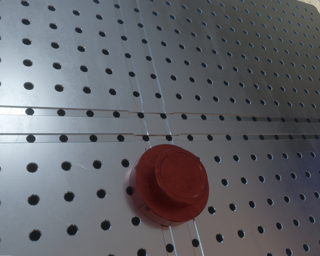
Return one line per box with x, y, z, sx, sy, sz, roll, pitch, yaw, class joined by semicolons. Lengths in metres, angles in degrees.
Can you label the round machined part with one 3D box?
0.017;0.063;0.370;0.099;0.042;0.098;14;56;-21;round machined part
